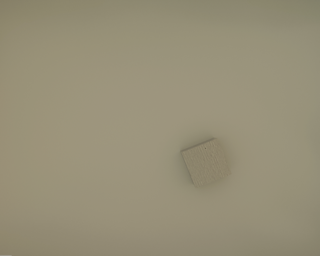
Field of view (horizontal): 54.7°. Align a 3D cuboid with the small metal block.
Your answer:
[{"bbox_3d":[0.060,0.045,0.412,0.050,0.025,0.050,-22,90,-1],"label":"small metal block"}]
